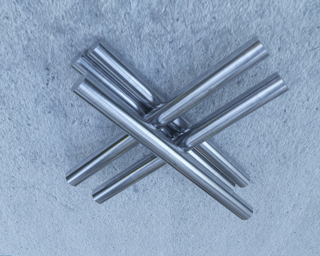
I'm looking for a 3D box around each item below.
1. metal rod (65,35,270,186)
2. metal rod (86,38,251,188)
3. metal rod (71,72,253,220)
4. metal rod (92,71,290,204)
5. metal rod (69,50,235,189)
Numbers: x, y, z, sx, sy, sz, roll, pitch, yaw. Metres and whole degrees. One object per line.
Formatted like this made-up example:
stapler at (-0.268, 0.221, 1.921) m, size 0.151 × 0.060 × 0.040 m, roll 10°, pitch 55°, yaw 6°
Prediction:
metal rod at (-0.010, -0.006, 0.371) m, size 0.299 × 0.025 × 0.025 m, roll -34°, pitch 123°, yaw 25°
metal rod at (0.029, -0.003, 0.406) m, size 0.025 × 0.025 × 0.301 m, roll -34°, pitch 123°, yaw 25°
metal rod at (0.022, 0.038, 0.376) m, size 0.025 × 0.025 × 0.301 m, roll -35°, pitch 122°, yaw 26°
metal rod at (0.021, 0.025, 0.397) m, size 0.299 × 0.025 × 0.025 m, roll -34°, pitch 123°, yaw 25°
metal rod at (0.008, 0.008, 0.415) m, size 0.025 × 0.025 × 0.301 m, roll -34°, pitch 123°, yaw 25°
